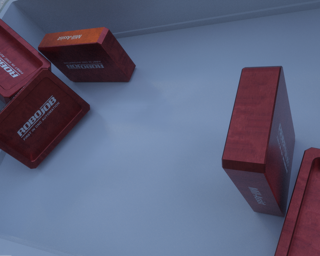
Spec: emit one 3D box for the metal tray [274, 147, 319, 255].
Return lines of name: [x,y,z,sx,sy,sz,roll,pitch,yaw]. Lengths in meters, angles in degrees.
metal tray: [0.157,0.087,0.262,0.090,0.030,0.130,12,65,33]

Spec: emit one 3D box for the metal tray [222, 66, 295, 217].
metal tray: [0.095,0.018,0.277,0.030,0.130,0.090,4,64,30]

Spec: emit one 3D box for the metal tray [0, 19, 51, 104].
metal tray: [-0.249,-0.108,0.484,0.130,0.030,0.090,41,63,1]

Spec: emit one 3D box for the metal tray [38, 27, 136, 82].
metal tray: [-0.116,-0.112,0.493,0.130,0.090,0.030,5,63,30]

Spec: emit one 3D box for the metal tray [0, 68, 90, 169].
metal tray: [-0.183,-0.015,0.466,0.130,0.090,0.030,-49,27,-6]
